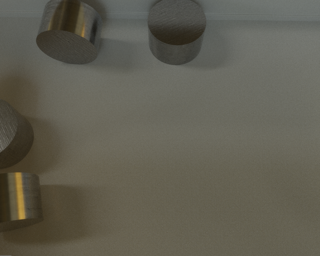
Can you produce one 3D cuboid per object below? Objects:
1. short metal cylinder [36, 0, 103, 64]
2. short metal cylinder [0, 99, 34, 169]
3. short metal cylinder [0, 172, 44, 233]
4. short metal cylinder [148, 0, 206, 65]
[{"bbox_3d":[-0.123,-0.131,0.427,0.080,0.080,0.050,4,70,1],"label":"short metal cylinder"},{"bbox_3d":[-0.210,0.008,0.392,0.081,0.050,0.080,0,70,0],"label":"short metal cylinder"},{"bbox_3d":[-0.176,0.086,0.348,0.081,0.080,0.050,-13,71,-5],"label":"short metal cylinder"},{"bbox_3d":[0.023,-0.139,0.447,0.081,0.050,0.080,0,70,0],"label":"short metal cylinder"}]
